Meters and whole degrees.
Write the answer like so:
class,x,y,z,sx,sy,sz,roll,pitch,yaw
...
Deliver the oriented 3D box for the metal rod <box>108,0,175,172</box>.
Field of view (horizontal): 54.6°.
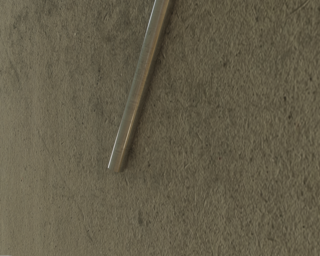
class,x,y,z,sx,sy,sz,roll,pitch,yaw
metal rod,-0.021,-0.078,0.423,0.025,0.025,0.298,28,108,36
